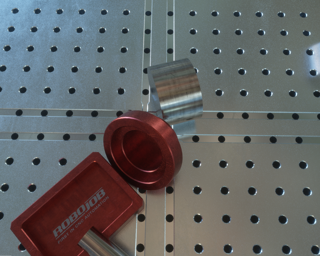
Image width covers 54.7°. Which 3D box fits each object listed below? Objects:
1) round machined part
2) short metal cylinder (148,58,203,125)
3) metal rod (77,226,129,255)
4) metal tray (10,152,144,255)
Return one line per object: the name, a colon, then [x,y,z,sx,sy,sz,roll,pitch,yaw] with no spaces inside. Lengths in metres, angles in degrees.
round machined part: [-0.016,0.023,0.374,0.098,0.097,0.042,35,39,12]
short metal cylinder: [0.018,-0.045,0.399,0.050,0.080,0.080,-14,71,-5]
metal rod: [0.037,0.208,0.318,0.300,0.025,0.025,38,74,6]
metal tray: [-0.095,0.103,0.370,0.130,0.030,0.090,-42,76,-14]
